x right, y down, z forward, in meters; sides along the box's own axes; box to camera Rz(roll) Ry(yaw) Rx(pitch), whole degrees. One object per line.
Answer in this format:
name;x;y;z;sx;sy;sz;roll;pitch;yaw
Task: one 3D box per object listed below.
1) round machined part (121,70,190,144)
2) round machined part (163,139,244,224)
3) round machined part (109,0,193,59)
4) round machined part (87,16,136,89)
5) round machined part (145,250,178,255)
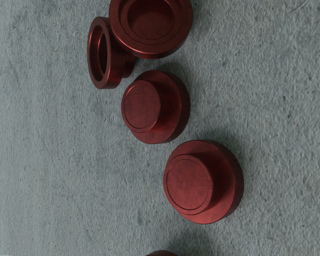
round machined part;-0.013;-0.027;0.405;0.098;0.042;0.097;0;90;40
round machined part;0.042;0.062;0.359;0.098;0.042;0.097;0;90;40
round machined part;-0.011;-0.132;0.381;0.099;0.042;0.097;0;84;-4
round machined part;-0.067;-0.104;0.436;0.098;0.042;0.097;17;109;59
round machined part;0.012;0.201;0.384;0.098;0.042;0.097;0;90;40
